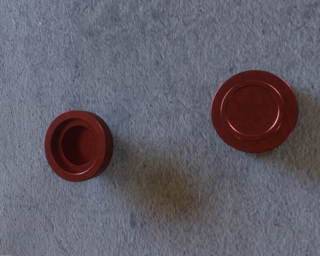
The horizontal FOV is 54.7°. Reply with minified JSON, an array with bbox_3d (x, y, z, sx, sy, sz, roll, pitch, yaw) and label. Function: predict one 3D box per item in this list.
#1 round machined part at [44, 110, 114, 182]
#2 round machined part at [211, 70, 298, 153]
[{"bbox_3d":[-0.109,0.024,0.437,0.098,0.042,0.097,0,90,19],"label":"round machined part"},{"bbox_3d":[0.108,-0.019,0.362,0.098,0.042,0.097,0,90,19],"label":"round machined part"}]
